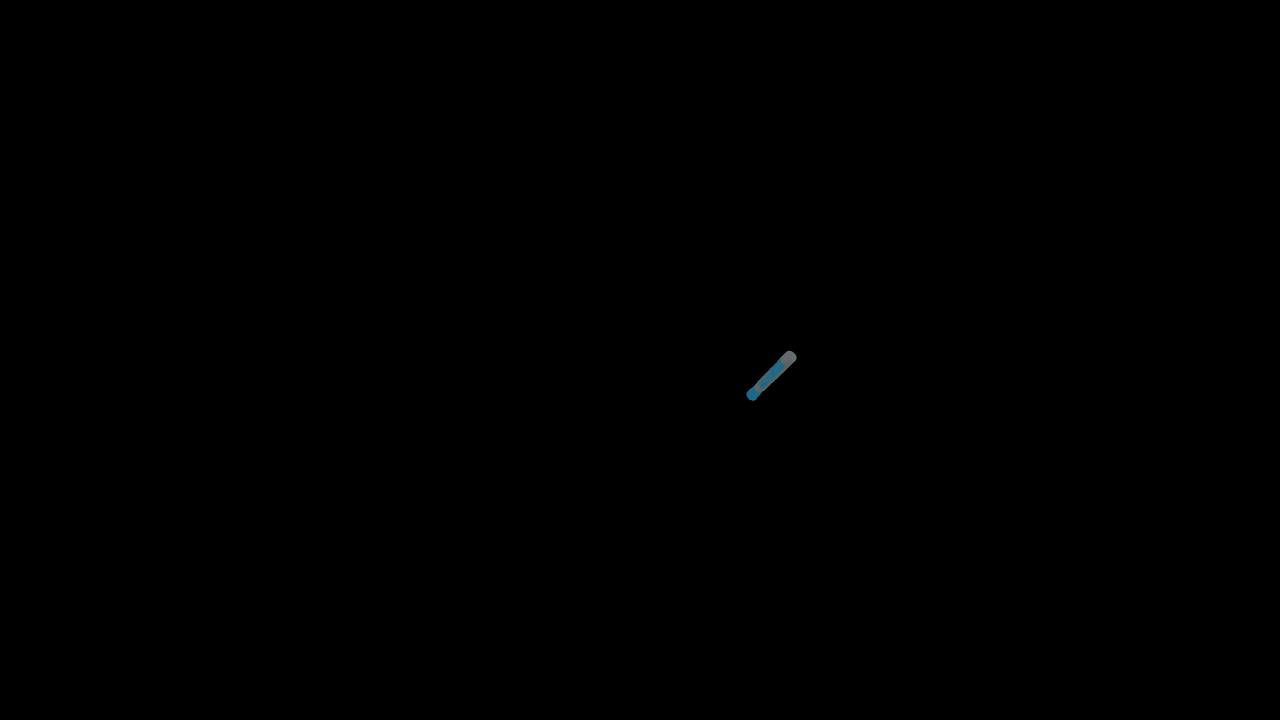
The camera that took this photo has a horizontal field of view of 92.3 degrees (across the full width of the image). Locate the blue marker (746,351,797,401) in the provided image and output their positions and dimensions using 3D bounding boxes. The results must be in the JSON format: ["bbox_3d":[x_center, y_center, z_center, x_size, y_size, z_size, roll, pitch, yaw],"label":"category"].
[{"bbox_3d":[0.201,0.027,0.953,0.020,0.020,0.121,0,-34,-28],"label":"blue marker"}]
